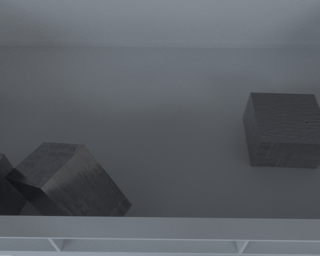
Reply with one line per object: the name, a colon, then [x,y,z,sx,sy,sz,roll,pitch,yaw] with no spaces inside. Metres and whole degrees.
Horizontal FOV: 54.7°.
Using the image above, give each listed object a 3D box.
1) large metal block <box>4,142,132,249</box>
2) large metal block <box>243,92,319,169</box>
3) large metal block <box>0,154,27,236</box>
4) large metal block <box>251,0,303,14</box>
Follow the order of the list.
large metal block: [-0.087,0.061,0.297,0.080,0.080,0.050,-1,40,45]
large metal block: [0.154,0.002,0.388,0.080,0.050,0.080,2,50,1]
large metal block: [-0.194,0.062,0.316,0.080,0.080,0.050,11,51,9]
large metal block: [0.236,-0.281,0.629,0.081,0.050,0.080,-15,52,-12]
